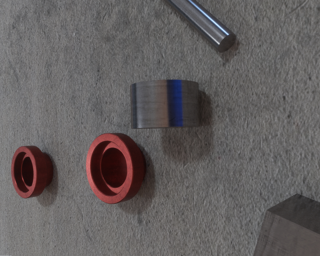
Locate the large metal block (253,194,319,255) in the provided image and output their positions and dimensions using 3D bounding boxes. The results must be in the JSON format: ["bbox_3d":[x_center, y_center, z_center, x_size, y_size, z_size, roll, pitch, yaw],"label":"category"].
[{"bbox_3d":[0.121,0.110,0.269,0.050,0.081,0.079,20,103,38],"label":"large metal block"}]

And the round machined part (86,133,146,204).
[{"bbox_3d":[-0.058,0.055,0.442,0.098,0.042,0.097,0,90,40],"label":"round machined part"}]

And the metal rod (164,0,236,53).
[{"bbox_3d":[-0.008,-0.200,0.411,0.300,0.025,0.025,52,120,27],"label":"metal rod"}]

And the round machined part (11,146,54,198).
[{"bbox_3d":[-0.241,0.082,0.593,0.098,0.042,0.097,0,90,40],"label":"round machined part"}]

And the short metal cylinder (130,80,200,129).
[{"bbox_3d":[0.006,-0.025,0.364,0.080,0.081,0.050,-3,88,40],"label":"short metal cylinder"}]
